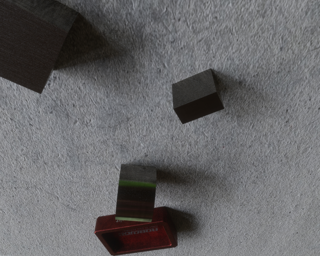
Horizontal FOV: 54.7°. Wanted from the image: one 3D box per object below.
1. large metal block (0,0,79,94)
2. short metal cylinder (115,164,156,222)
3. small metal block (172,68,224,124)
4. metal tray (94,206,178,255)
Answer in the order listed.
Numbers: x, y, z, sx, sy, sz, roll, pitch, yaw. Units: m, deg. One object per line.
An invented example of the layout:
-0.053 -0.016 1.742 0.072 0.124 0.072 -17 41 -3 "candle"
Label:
-0.139 -0.093 0.310 0.080 0.050 0.080 25 126 -20 "large metal block"
-0.035 0.094 0.451 0.050 0.080 0.079 6 130 -5 "short metal cylinder"
0.043 -0.037 0.359 0.050 0.050 0.025 -21 127 17 "small metal block"
-0.041 0.190 0.565 0.131 0.030 0.090 -12 130 9 "metal tray"
